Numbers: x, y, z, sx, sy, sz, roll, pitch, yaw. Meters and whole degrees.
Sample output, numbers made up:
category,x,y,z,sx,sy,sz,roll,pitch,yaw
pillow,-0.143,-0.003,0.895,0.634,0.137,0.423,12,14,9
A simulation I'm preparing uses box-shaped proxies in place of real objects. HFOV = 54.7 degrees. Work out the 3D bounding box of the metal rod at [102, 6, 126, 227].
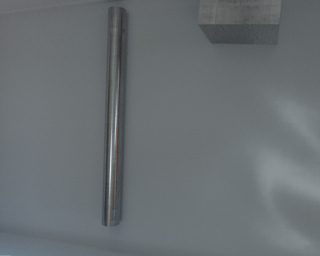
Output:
category,x,y,z,sx,sy,sz,roll,pitch,yaw
metal rod,-0.064,-0.015,0.431,0.025,0.025,0.298,2,91,19

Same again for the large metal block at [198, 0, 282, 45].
category,x,y,z,sx,sy,sz,roll,pitch,yaw
large metal block,0.093,-0.129,0.348,0.080,0.080,0.050,7,92,19
